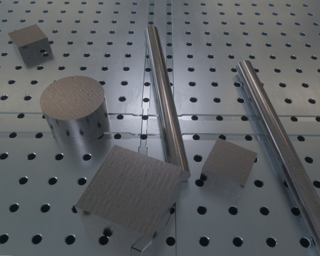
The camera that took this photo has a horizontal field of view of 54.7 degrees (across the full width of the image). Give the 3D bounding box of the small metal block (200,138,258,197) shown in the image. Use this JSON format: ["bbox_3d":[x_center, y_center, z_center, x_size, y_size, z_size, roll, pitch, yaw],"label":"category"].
[{"bbox_3d":[0.082,0.046,0.370,0.050,0.025,0.050,22,53,17],"label":"small metal block"}]

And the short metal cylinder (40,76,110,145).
[{"bbox_3d":[-0.111,-0.024,0.411,0.081,0.050,0.080,0,50,0],"label":"short metal cylinder"}]

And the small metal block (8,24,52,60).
[{"bbox_3d":[-0.223,-0.148,0.530,0.050,0.025,0.050,-29,56,-22],"label":"small metal block"}]

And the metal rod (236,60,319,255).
[{"bbox_3d":[0.152,0.017,0.394,0.025,0.025,0.300,-6,50,-5],"label":"metal rod"}]

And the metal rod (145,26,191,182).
[{"bbox_3d":[0.004,-0.057,0.455,0.025,0.025,0.300,-6,50,-5],"label":"metal rod"}]

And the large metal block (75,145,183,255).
[{"bbox_3d":[-0.029,0.074,0.329,0.080,0.050,0.080,18,52,14],"label":"large metal block"}]
